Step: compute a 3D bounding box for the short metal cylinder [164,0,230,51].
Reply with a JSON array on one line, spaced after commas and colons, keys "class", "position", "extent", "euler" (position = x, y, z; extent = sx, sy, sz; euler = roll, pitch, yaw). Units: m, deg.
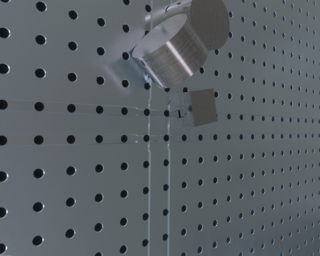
[{"class": "short metal cylinder", "position": [0.053, -0.146, 0.437], "extent": [0.081, 0.050, 0.079], "euler": [0, 90, -40]}]

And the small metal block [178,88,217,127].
[{"class": "small metal block", "position": [0.056, -0.030, 0.456], "extent": [0.050, 0.025, 0.050], "euler": [-13, 99, -39]}]

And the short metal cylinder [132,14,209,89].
[{"class": "short metal cylinder", "position": [0.013, -0.095, 0.384], "extent": [0.050, 0.080, 0.080], "euler": [49, 61, -29]}]
